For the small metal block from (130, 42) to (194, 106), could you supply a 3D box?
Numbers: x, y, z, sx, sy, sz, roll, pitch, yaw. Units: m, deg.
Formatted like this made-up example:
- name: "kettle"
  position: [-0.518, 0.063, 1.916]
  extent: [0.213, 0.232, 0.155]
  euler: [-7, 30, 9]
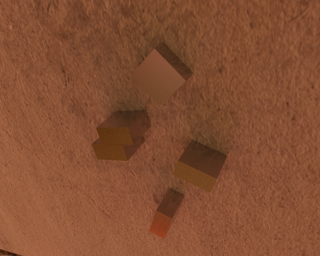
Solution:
- name: "small metal block"
  position: [0.002, -0.063, 0.366]
  extent: [0.050, 0.025, 0.050]
  euler: [45, 129, -4]

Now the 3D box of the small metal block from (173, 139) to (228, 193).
- name: "small metal block"
  position: [0.052, 0.047, 0.391]
  extent: [0.050, 0.050, 0.025]
  euler: [25, 127, 12]

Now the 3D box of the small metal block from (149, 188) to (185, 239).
- name: "small metal block"
  position: [0.011, 0.127, 0.462]
  extent: [0.025, 0.050, 0.050]
  euler: [25, 127, 13]

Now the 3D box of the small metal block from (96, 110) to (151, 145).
- name: "small metal block"
  position: [-0.047, -0.001, 0.413]
  extent: [0.050, 0.050, 0.025]
  euler: [-1, 118, 28]

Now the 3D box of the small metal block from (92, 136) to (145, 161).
- name: "small metal block"
  position: [-0.057, 0.021, 0.432]
  extent: [0.050, 0.050, 0.025]
  euler: [-1, 118, 28]
